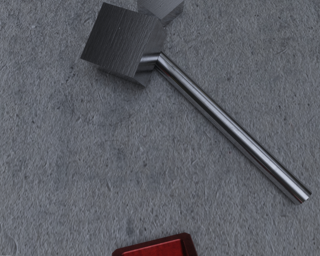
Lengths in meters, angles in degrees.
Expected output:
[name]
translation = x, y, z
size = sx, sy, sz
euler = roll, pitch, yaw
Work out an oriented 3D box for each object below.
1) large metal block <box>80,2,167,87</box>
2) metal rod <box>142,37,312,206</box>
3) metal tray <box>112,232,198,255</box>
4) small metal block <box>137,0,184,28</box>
[large metal block]
translation = -0.047, -0.111, 0.417
size = 0.080, 0.050, 0.080
euler = 22, 90, 16
[metal rod]
translation = 0.075, -0.019, 0.415
size = 0.025, 0.025, 0.300
euler = -40, 75, -13
[metal tray]
translation = 0.002, 0.164, 0.299
size = 0.091, 0.130, 0.030
euler = -12, 112, -5
[small metal block]
translation = 0.001, -0.187, 0.477
size = 0.050, 0.025, 0.050
euler = 42, 75, 13
